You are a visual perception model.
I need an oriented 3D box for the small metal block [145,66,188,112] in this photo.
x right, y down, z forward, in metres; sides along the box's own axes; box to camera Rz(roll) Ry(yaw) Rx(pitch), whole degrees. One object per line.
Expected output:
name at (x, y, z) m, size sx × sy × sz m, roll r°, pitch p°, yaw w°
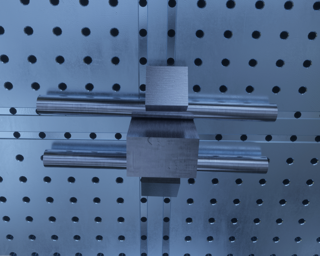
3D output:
small metal block at (0.008, -0.048, 0.380) m, size 0.050 × 0.025 × 0.050 m, roll 1°, pitch 76°, yaw -1°

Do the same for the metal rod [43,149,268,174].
metal rod at (-0.005, 0.046, 0.427) m, size 0.302 × 0.025 × 0.025 m, roll 2°, pitch 110°, yaw -1°

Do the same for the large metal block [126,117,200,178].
large metal block at (0.003, 0.020, 0.387) m, size 0.081 × 0.080 × 0.050 m, roll 2°, pitch 110°, yaw -1°

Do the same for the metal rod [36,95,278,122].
metal rod at (-0.002, -0.025, 0.399) m, size 0.302 × 0.025 × 0.025 m, roll 2°, pitch 110°, yaw -1°

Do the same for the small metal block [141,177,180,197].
small metal block at (0.000, 0.073, 0.424) m, size 0.050 × 0.025 × 0.050 m, roll 2°, pitch 148°, yaw -2°
